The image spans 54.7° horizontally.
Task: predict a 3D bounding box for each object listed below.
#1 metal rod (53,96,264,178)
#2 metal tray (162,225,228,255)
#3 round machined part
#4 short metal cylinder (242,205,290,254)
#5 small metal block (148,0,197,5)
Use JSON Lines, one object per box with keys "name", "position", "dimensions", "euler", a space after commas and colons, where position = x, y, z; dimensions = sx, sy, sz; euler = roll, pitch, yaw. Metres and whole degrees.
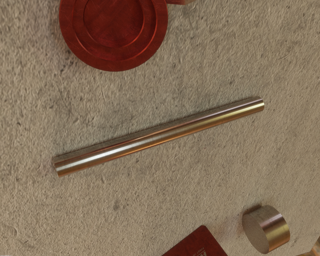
{"name": "metal rod", "position": [0.013, 0.006, 0.418], "dimensions": [0.302, 0.025, 0.025], "euler": [-17, 126, -19]}
{"name": "metal tray", "position": [0.055, 0.248, 0.550], "dimensions": [0.130, 0.090, 0.030], "euler": [-36, 129, -5]}
{"name": "round machined part", "position": [-0.045, -0.108, 0.298], "dimensions": [0.099, 0.042, 0.097], "euler": [-8, 126, -12]}
{"name": "short metal cylinder", "position": [0.208, 0.199, 0.612], "dimensions": [0.050, 0.080, 0.079], "euler": [-19, 126, -18]}
{"name": "small metal block", "position": [0.008, -0.150, 0.300], "dimensions": [0.025, 0.050, 0.050], "euler": [-42, 139, -44]}
